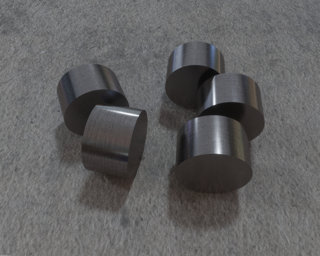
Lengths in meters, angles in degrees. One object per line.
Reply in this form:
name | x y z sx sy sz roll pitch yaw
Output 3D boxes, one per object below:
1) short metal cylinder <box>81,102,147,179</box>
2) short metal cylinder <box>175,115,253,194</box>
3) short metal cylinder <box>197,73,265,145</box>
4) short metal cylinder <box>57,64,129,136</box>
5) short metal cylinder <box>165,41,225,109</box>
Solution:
short metal cylinder | -0.049 0.014 0.355 0.050 0.080 0.080 11 51 8
short metal cylinder | 0.058 0.031 0.342 0.080 0.080 0.050 4 50 2
short metal cylinder | 0.086 -0.022 0.387 0.080 0.080 0.050 5 50 4
short metal cylinder | -0.086 -0.034 0.395 0.081 0.080 0.050 -17 52 -14
short metal cylinder | 0.049 -0.071 0.428 0.080 0.080 0.050 4 50 3
